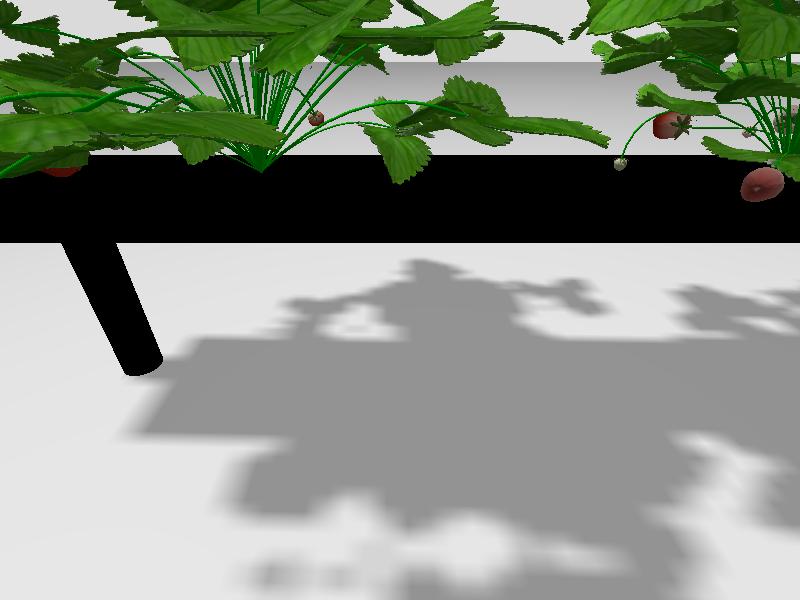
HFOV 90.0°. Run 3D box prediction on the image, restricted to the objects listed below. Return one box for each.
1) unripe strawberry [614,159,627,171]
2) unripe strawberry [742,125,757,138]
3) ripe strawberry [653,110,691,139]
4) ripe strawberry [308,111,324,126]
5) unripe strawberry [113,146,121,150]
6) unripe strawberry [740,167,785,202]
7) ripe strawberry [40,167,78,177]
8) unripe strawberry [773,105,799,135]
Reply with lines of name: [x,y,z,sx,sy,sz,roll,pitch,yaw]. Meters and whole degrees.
unripe strawberry: [0.184,-0.113,0.335,0.010,0.010,0.009,-1,32,-2]
unripe strawberry: [0.411,-0.198,0.471,0.012,0.014,0.014,16,13,23]
ripe strawberry: [0.308,-0.202,0.459,0.037,0.032,0.037,-5,32,-7]
ripe strawberry: [-0.112,-0.242,0.537,0.021,0.018,0.021,1,-3,2]
unripe strawberry: [-0.302,-0.167,0.419,0.020,0.019,0.018,10,33,26]
unripe strawberry: [0.247,-0.078,0.274,0.024,0.023,0.022,-27,41,-35]
ripe strawberry: [-0.291,-0.122,0.328,0.043,0.042,0.040,-2,32,-2]
unripe strawberry: [0.483,-0.223,0.495,0.032,0.033,0.034,23,38,32]
